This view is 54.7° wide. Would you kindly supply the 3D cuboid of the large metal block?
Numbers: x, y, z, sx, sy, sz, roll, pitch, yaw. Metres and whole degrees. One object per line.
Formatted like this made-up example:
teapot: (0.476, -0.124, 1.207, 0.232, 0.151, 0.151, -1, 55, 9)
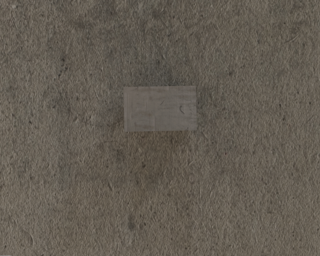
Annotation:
large metal block: (0.000, -0.022, 0.384, 0.081, 0.080, 0.050, -1, 90, -1)
